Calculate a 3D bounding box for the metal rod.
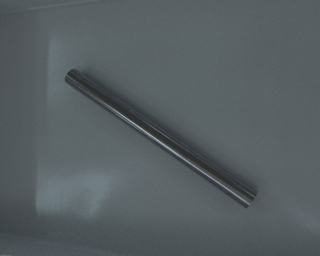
[{"bbox_3d":[-0.010,0.005,0.411,0.300,0.025,0.025,34,101,16],"label":"metal rod"}]
